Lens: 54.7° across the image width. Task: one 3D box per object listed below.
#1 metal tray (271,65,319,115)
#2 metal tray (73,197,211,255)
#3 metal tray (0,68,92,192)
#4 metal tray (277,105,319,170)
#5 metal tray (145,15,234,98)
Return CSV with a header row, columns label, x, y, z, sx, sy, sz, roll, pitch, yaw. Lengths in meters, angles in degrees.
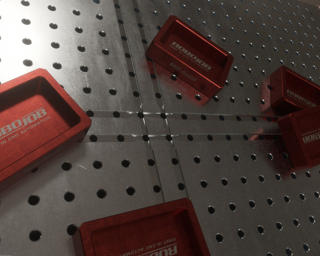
label,x,y,z,sx,sy,sz,roll,pitch,yaw
metal tray,0.273,-0.054,0.587,0.131,0.030,0.090,24,53,-14
metal tray,-0.014,0.131,0.319,0.131,0.030,0.090,-6,65,-31
metal tray,-0.150,0.000,0.324,0.090,0.030,0.131,48,51,5
metal tray,0.269,0.009,0.522,0.131,0.030,0.090,-14,81,-24
metal tray,0.052,-0.118,0.506,0.130,0.030,0.090,33,51,-7
